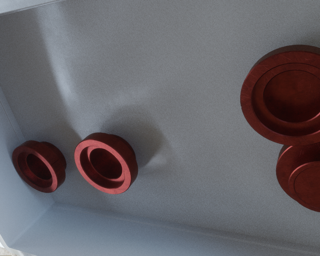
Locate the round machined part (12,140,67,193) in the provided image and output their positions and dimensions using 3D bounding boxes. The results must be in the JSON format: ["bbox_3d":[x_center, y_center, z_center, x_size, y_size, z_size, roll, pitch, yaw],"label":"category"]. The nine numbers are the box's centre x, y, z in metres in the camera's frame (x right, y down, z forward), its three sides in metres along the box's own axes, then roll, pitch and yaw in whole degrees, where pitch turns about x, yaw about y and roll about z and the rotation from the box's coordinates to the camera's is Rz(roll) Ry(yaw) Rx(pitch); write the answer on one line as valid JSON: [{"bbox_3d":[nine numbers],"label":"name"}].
[{"bbox_3d":[-0.206,0.063,0.545,0.098,0.042,0.097,13,124,21],"label":"round machined part"}]

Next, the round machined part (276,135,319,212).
[{"bbox_3d":[0.178,0.053,0.337,0.098,0.042,0.097,13,124,21],"label":"round machined part"}]

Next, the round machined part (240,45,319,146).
[{"bbox_3d":[0.133,-0.034,0.306,0.098,0.042,0.097,13,124,21],"label":"round machined part"}]

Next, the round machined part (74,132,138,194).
[{"bbox_3d":[-0.076,0.048,0.468,0.098,0.042,0.097,13,124,21],"label":"round machined part"}]
